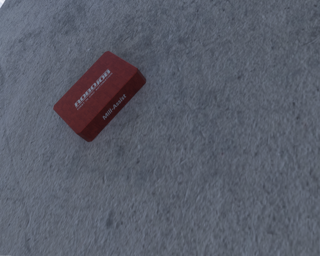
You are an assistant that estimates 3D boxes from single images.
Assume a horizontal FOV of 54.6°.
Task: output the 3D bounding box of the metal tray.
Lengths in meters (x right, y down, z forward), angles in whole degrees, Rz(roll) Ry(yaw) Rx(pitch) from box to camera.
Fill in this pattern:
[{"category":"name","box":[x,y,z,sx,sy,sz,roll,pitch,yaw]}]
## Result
[{"category":"metal tray","box":[-0.095,-0.052,0.484,0.130,0.030,0.090,-48,51,-6]}]
